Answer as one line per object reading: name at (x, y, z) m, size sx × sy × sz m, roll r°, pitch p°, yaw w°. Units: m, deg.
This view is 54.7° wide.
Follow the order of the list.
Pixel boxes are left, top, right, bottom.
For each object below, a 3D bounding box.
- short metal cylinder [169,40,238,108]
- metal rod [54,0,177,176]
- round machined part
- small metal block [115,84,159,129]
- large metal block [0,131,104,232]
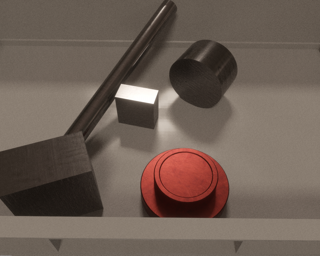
short metal cylinder at (0.060, -0.075, 0.433) m, size 0.080 × 0.080 × 0.050 m, roll 26°, pitch 55°, yaw 20°
metal rod at (-0.057, -0.067, 0.417) m, size 0.025 × 0.025 × 0.300 m, roll 24°, pitch 67°, yaw 18°
round machined part at (0.028, 0.061, 0.343) m, size 0.099 × 0.042 × 0.098 m, roll 0°, pitch 50°, yaw 0°
small metal block at (-0.029, -0.028, 0.412) m, size 0.050 × 0.050 × 0.025 m, roll 11°, pitch 51°, yaw 8°
large metal block at (-0.109, 0.056, 0.321) m, size 0.081 × 0.080 × 0.050 m, roll -15°, pitch 52°, yaw -13°
